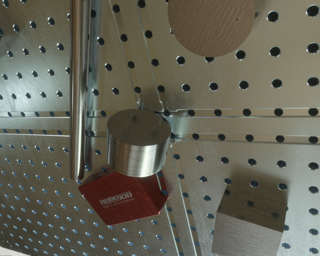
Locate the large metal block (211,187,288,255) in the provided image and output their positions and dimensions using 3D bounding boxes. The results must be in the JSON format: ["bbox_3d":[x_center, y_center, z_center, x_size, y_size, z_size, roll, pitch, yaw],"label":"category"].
[{"bbox_3d":[0.119,0.136,0.417,0.080,0.050,0.079,13,124,21],"label":"large metal block"}]

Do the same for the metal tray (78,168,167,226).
[{"bbox_3d":[-0.064,0.109,0.509,0.130,0.030,0.090,-25,105,36],"label":"metal tray"}]

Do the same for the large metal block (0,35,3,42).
[{"bbox_3d":[-0.300,-0.137,0.469,0.080,0.050,0.080,-35,99,38],"label":"large metal block"}]

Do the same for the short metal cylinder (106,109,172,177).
[{"bbox_3d":[-0.029,0.018,0.402,0.080,0.080,0.050,21,126,16],"label":"short metal cylinder"}]

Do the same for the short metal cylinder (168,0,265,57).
[{"bbox_3d":[0.054,-0.114,0.296,0.080,0.050,0.079,13,124,21],"label":"short metal cylinder"}]

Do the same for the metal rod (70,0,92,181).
[{"bbox_3d":[-0.118,-0.036,0.451,0.025,0.025,0.298,23,127,14],"label":"metal rod"}]
